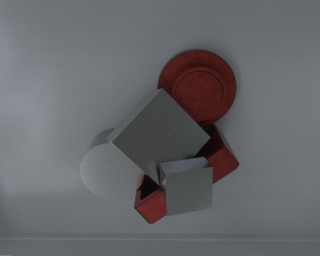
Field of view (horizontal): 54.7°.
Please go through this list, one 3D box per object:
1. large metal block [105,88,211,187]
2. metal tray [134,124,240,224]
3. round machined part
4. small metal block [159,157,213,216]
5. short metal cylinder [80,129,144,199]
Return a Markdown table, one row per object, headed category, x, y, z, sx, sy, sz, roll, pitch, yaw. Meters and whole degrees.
| category | x | y | z | sx | sy | sz | roll | pitch | yaw |
| --- | --- | --- | --- | --- | --- | --- | --- | --- | --- |
| large metal block | -0.003 | 0.012 | 0.363 | 0.080 | 0.050 | 0.080 | 45 | 79 | -15 |
| metal tray | 0.029 | 0.054 | 0.395 | 0.130 | 0.090 | 0.030 | -36 | 106 | 11 |
| round machined part | 0.046 | -0.046 | 0.384 | 0.099 | 0.042 | 0.097 | 0 | 110 | -1 |
| small metal block | 0.028 | 0.062 | 0.331 | 0.050 | 0.025 | 0.050 | -7 | 110 | -12 |
| short metal cylinder | -0.060 | 0.047 | 0.412 | 0.081 | 0.050 | 0.079 | 0 | 110 | -1 |
